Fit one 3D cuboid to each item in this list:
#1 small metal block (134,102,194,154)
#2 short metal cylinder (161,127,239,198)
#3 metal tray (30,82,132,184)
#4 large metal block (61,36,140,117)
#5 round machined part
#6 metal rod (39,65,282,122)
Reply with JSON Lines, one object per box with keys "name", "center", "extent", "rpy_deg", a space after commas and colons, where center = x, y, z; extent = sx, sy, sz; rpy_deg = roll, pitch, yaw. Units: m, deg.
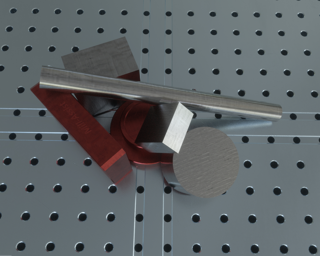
{"name": "small metal block", "center": [0.004, 0.001, 0.352], "extent": [0.025, 0.050, 0.050], "rpy_deg": [37, 66, -32]}
{"name": "short metal cylinder", "center": [0.046, 0.041, 0.371], "extent": [0.081, 0.050, 0.080], "rpy_deg": [2, 83, -15]}
{"name": "metal tray", "center": [-0.091, 0.004, 0.374], "extent": [0.030, 0.090, 0.130], "rpy_deg": [-42, 76, -14]}
{"name": "large metal block", "center": [-0.071, -0.063, 0.403], "extent": [0.080, 0.080, 0.050], "rpy_deg": [-20, 72, -7]}
{"name": "round machined part", "center": [-0.016, 0.000, 0.405], "extent": [0.099, 0.042, 0.098], "rpy_deg": [0, 70, -1]}
{"name": "metal rod", "center": [0.017, -0.037, 0.375], "extent": [0.302, 0.025, 0.025], "rpy_deg": [7, 69, -19]}
